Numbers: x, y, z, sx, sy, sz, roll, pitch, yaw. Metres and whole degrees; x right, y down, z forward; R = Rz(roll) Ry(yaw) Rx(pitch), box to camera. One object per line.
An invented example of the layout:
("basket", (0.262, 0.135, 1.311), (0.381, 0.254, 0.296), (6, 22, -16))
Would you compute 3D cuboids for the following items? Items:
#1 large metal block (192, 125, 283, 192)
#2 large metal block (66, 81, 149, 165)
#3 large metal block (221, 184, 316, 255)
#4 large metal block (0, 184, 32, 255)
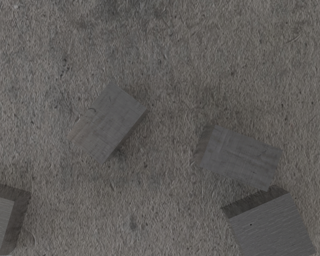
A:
("large metal block", (0.090, 0.033, 0.383), (0.080, 0.080, 0.050), (21, 90, 0))
("large metal block", (-0.059, -0.006, 0.382), (0.050, 0.080, 0.080), (38, 90, 0))
("large metal block", (0.136, 0.130, 0.398), (0.080, 0.050, 0.080), (-24, 90, 0))
("large metal block", (-0.224, 0.115, 0.396), (0.080, 0.050, 0.080), (16, 90, 0))
